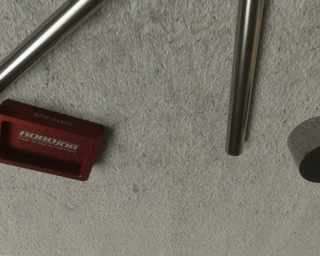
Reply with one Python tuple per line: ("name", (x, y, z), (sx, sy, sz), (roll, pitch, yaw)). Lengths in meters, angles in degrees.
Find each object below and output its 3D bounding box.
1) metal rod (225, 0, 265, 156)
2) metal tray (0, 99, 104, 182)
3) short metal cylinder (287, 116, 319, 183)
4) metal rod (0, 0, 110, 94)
("metal rod", (0.093, -0.083, 0.338), (0.025, 0.025, 0.298), (-3, 130, 2))
("metal tray", (-0.151, 0.021, 0.419), (0.131, 0.030, 0.089), (16, 128, -14))
("short metal cylinder", (0.222, 0.030, 0.420), (0.081, 0.050, 0.079), (0, 130, 0))
("metal rod", (-0.127, -0.090, 0.328), (0.300, 0.025, 0.025), (-30, 124, 23))
